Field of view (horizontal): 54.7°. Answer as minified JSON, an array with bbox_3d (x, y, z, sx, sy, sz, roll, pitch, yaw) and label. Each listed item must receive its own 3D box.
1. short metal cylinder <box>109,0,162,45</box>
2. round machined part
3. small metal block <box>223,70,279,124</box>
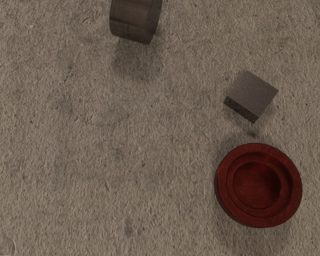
[{"bbox_3d":[-0.033,-0.164,0.439,0.050,0.080,0.080,17,71,6],"label":"short metal cylinder"},{"bbox_3d":[0.114,0.070,0.375,0.099,0.042,0.098,0,70,-1],"label":"round machined part"},{"bbox_3d":[0.125,-0.042,0.425,0.050,0.025,0.050,37,74,12],"label":"small metal block"}]
